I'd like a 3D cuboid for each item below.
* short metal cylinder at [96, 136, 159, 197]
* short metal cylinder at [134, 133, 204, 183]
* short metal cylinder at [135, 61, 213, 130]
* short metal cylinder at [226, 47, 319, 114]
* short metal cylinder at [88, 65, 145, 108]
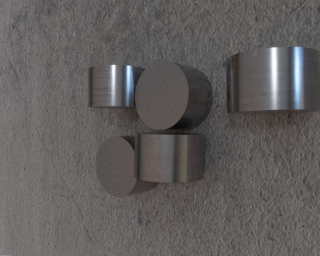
[{"bbox_3d":[-0.042,0.050,0.423,0.080,0.050,0.080,0,90,40],"label":"short metal cylinder"},{"bbox_3d":[0.011,0.031,0.361,0.080,0.081,0.050,1,91,40],"label":"short metal cylinder"},{"bbox_3d":[0.016,-0.038,0.375,0.080,0.050,0.080,0,90,40],"label":"short metal cylinder"},{"bbox_3d":[0.102,-0.039,0.285,0.080,0.081,0.050,-1,90,40],"label":"short metal cylinder"},{"bbox_3d":[-0.055,-0.052,0.415,0.080,0.081,0.050,1,91,40],"label":"short metal cylinder"}]
